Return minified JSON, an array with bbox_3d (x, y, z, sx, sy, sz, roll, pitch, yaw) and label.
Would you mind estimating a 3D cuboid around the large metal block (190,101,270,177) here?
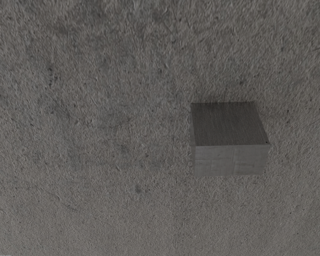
[{"bbox_3d":[0.080,0.012,0.382,0.080,0.080,0.050,-2,130,1],"label":"large metal block"}]
